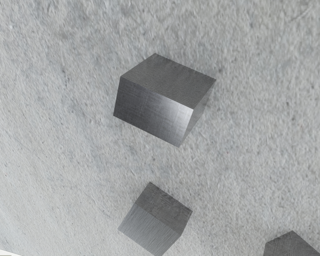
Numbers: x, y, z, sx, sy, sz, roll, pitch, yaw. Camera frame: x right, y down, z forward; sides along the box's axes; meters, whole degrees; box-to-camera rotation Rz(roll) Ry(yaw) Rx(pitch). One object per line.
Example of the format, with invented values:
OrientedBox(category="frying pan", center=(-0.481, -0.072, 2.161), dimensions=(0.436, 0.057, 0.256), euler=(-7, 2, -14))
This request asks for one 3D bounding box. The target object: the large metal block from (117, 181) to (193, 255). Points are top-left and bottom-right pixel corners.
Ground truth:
OrientedBox(category="large metal block", center=(-0.009, 0.144, 0.483), dimensions=(0.080, 0.050, 0.079), euler=(34, 129, 5))

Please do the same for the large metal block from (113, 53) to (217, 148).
OrientedBox(category="large metal block", center=(0.007, -0.034, 0.345), dimensions=(0.080, 0.080, 0.050), euler=(26, 127, 12))

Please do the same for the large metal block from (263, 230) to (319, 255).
OrientedBox(category="large metal block", center=(0.178, 0.196, 0.398), dimensions=(0.080, 0.080, 0.050), euler=(41, 129, 0))
